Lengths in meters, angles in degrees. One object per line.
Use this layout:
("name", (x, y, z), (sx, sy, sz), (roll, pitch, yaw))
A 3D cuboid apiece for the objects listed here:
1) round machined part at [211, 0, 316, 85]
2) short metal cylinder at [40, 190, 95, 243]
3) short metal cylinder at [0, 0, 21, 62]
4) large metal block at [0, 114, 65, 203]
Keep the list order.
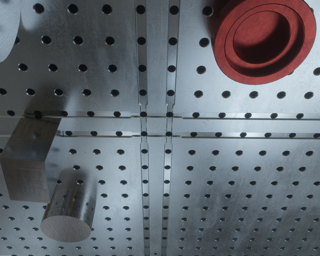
("round machined part", (0.102, -0.096, 0.319), (0.099, 0.042, 0.097), (0, 130, 0))
("short metal cylinder", (-0.153, 0.149, 0.520), (0.081, 0.050, 0.079), (0, 130, 0))
("short metal cylinder", (-0.167, -0.106, 0.284), (0.050, 0.080, 0.079), (13, 129, -11))
("large metal block", (-0.163, 0.040, 0.408), (0.050, 0.080, 0.079), (6, 130, -6))
